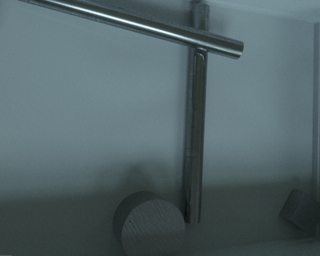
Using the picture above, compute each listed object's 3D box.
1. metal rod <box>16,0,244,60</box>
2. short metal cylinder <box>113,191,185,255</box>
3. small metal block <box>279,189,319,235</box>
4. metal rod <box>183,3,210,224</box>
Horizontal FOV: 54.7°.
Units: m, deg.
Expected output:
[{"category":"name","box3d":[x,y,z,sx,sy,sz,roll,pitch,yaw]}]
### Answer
[{"category":"metal rod","box3d":[-0.037,-0.133,0.381,0.302,0.025,0.025,11,86,-14]},{"category":"short metal cylinder","box3d":[-0.015,0.125,0.393,0.081,0.050,0.079,0,90,-20]},{"category":"small metal block","box3d":[0.228,0.134,0.496,0.050,0.025,0.050,37,82,-16]},{"category":"metal rod","box3d":[0.050,-0.020,0.430,0.025,0.025,0.298,3,89,-20]}]
